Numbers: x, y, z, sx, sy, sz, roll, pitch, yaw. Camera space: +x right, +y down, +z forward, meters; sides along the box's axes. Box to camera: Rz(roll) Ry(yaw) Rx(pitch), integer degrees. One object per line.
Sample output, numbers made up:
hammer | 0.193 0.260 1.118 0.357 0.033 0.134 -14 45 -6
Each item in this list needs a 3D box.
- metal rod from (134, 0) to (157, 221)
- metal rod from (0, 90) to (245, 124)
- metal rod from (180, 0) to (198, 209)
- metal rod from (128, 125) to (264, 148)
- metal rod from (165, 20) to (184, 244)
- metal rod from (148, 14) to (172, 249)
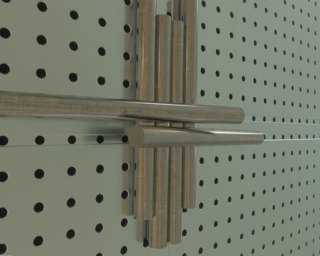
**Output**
metal rod | -0.019 -0.036 0.391 0.025 0.025 0.298 1 89 -40
metal rod | -0.019 -0.020 0.362 0.302 0.025 0.025 1 90 -31
metal rod | 0.040 -0.038 0.440 0.025 0.025 0.298 1 89 -40
metal rod | 0.075 0.013 0.444 0.302 0.025 0.025 2 89 -48
metal rod | 0.019 0.005 0.425 0.025 0.025 0.298 1 89 -40
metal rod | 0.000 0.004 0.407 0.025 0.025 0.298 2 89 -40
